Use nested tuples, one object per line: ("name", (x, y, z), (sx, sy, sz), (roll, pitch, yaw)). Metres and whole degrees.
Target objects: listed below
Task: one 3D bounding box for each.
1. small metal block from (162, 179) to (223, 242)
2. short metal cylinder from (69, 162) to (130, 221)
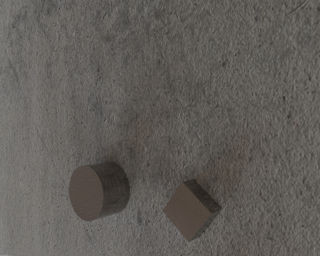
("small metal block", (0.038, 0.099, 0.374), (0.050, 0.025, 0.050), (45, 117, 30))
("short metal cylinder", (-0.091, 0.094, 0.464), (0.080, 0.050, 0.080), (0, 90, 40))
